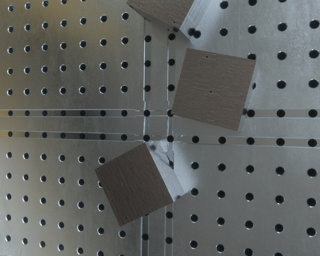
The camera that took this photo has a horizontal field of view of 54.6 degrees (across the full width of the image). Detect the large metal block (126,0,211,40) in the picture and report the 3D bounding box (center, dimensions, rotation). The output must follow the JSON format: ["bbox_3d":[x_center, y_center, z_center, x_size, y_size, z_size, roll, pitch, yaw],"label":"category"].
[{"bbox_3d":[0.017,-0.171,0.393,0.080,0.050,0.080,31,100,17],"label":"large metal block"}]

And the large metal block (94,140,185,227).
[{"bbox_3d":[-0.026,0.071,0.409,0.080,0.050,0.080,-29,81,17],"label":"large metal block"}]

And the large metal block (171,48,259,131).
[{"bbox_3d":[0.067,-0.045,0.376,0.080,0.050,0.080,16,95,19],"label":"large metal block"}]
